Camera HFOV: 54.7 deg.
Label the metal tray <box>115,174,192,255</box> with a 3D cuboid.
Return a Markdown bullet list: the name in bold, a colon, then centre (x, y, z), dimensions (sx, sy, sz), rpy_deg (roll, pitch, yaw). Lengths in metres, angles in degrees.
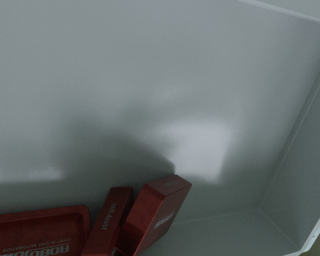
- **metal tray**: centre (-0.004, 0.115, 0.425), dimensions (0.090, 0.030, 0.130), rpy_deg (-63, 160, 7)

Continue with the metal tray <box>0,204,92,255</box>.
- **metal tray**: centre (-0.148, 0.148, 0.375), dimensions (0.131, 0.090, 0.030), rpy_deg (0, 145, -29)

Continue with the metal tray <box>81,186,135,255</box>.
- **metal tray**: centre (-0.055, 0.147, 0.395), dimensions (0.030, 0.130, 0.089), rpy_deg (-5, 114, 10)
